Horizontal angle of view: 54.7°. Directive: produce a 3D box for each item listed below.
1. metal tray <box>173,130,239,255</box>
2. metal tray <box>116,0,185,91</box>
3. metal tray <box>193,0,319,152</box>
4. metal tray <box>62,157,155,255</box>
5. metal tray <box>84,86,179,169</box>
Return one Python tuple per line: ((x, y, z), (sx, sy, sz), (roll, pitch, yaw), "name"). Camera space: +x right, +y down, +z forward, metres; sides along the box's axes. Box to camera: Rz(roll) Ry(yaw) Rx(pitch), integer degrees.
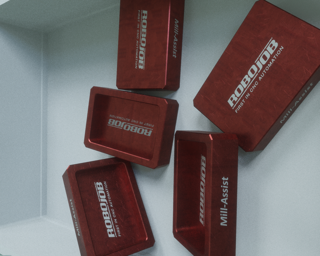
((0.046, 0.069, 0.338), (0.090, 0.030, 0.129), (-175, 86, -70), "metal tray")
((-0.015, -0.116, 0.416), (0.090, 0.030, 0.129), (5, 93, 39), "metal tray")
((0.103, -0.051, 0.319), (0.090, 0.030, 0.129), (46, 117, 30), "metal tray")
((-0.070, 0.108, 0.415), (0.030, 0.091, 0.130), (-44, 60, 52), "metal tray")
((-0.044, -0.004, 0.427), (0.130, 0.030, 0.089), (13, 99, 30), "metal tray")
